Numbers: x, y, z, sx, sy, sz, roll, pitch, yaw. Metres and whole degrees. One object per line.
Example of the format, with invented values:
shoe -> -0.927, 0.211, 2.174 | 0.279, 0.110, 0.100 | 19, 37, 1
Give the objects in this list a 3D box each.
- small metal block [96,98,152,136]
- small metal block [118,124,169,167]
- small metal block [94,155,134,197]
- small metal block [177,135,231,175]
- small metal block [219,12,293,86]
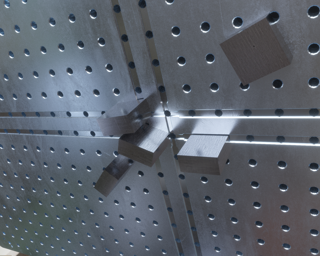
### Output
small metal block -> -0.047, -0.014, 0.411 | 0.050, 0.050, 0.025 | -6, 115, 31
small metal block -> -0.022, 0.020, 0.420 | 0.050, 0.050, 0.025 | 21, 126, 16
small metal block -> -0.070, 0.071, 0.476 | 0.025, 0.050, 0.050 | 37, 129, 3
small metal block -> 0.056, 0.032, 0.386 | 0.050, 0.050, 0.025 | 1, 119, 28
small metal block -> 0.097, -0.078, 0.312 | 0.050, 0.025, 0.050 | -25, 105, 37
